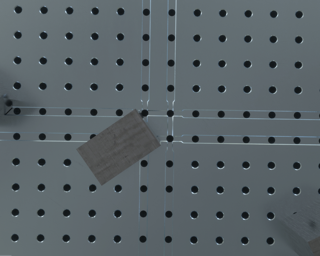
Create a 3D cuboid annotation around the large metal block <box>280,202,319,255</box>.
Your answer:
[{"bbox_3d":[0.213,0.133,0.387,0.080,0.080,0.050,-26,90,0],"label":"large metal block"}]

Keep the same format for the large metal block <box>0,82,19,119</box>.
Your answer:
[{"bbox_3d":[-0.240,-0.048,0.384,0.080,0.080,0.050,45,90,0],"label":"large metal block"}]

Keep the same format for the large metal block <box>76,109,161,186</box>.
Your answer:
[{"bbox_3d":[-0.046,0.021,0.386,0.080,0.080,0.050,-34,90,0],"label":"large metal block"}]
